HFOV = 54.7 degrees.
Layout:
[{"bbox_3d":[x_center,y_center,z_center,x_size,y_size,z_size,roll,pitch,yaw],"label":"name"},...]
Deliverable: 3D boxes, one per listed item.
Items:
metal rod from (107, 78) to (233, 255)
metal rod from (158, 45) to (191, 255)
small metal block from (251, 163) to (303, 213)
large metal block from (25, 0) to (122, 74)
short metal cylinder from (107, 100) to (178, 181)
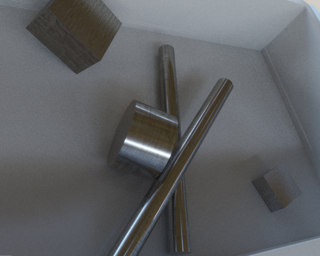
[{"bbox_3d":[0.026,0.035,0.366,0.025,0.025,0.301,38,53,-3],"label":"metal rod"},{"bbox_3d":[0.016,0.007,0.411,0.025,0.025,0.299,12,57,-23],"label":"metal rod"},{"bbox_3d":[0.169,0.086,0.447,0.050,0.025,0.050,-20,73,-36],"label":"small metal block"},{"bbox_3d":[-0.105,-0.131,0.395,0.080,0.050,0.080,44,46,-31],"label":"large metal block"},{"bbox_3d":[-0.021,0.014,0.352,0.050,0.080,0.080,22,53,-16],"label":"short metal cylinder"}]
